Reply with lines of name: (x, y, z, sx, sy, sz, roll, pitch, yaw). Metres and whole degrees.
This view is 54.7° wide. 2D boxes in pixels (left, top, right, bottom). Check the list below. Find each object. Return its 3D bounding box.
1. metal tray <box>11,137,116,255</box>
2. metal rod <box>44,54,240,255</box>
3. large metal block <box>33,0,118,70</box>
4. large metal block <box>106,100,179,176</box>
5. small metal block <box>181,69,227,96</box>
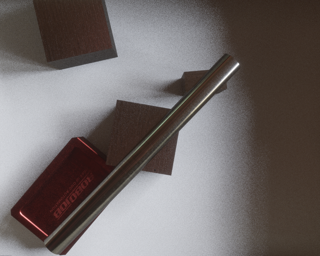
metal tray: (-0.116, 0.087, 0.407, 0.090, 0.030, 0.130, 40, 90, -1)
metal rod: (-0.020, 0.030, 0.361, 0.025, 0.025, 0.300, 44, 90, -1)
large metal block: (-0.106, -0.127, 0.397, 0.080, 0.050, 0.080, -13, 90, -1)
large metal block: (-0.019, 0.012, 0.399, 0.080, 0.050, 0.080, 10, 90, -1)
small metal block: (0.055, -0.058, 0.400, 0.050, 0.050, 0.025, -5, 90, -1)
